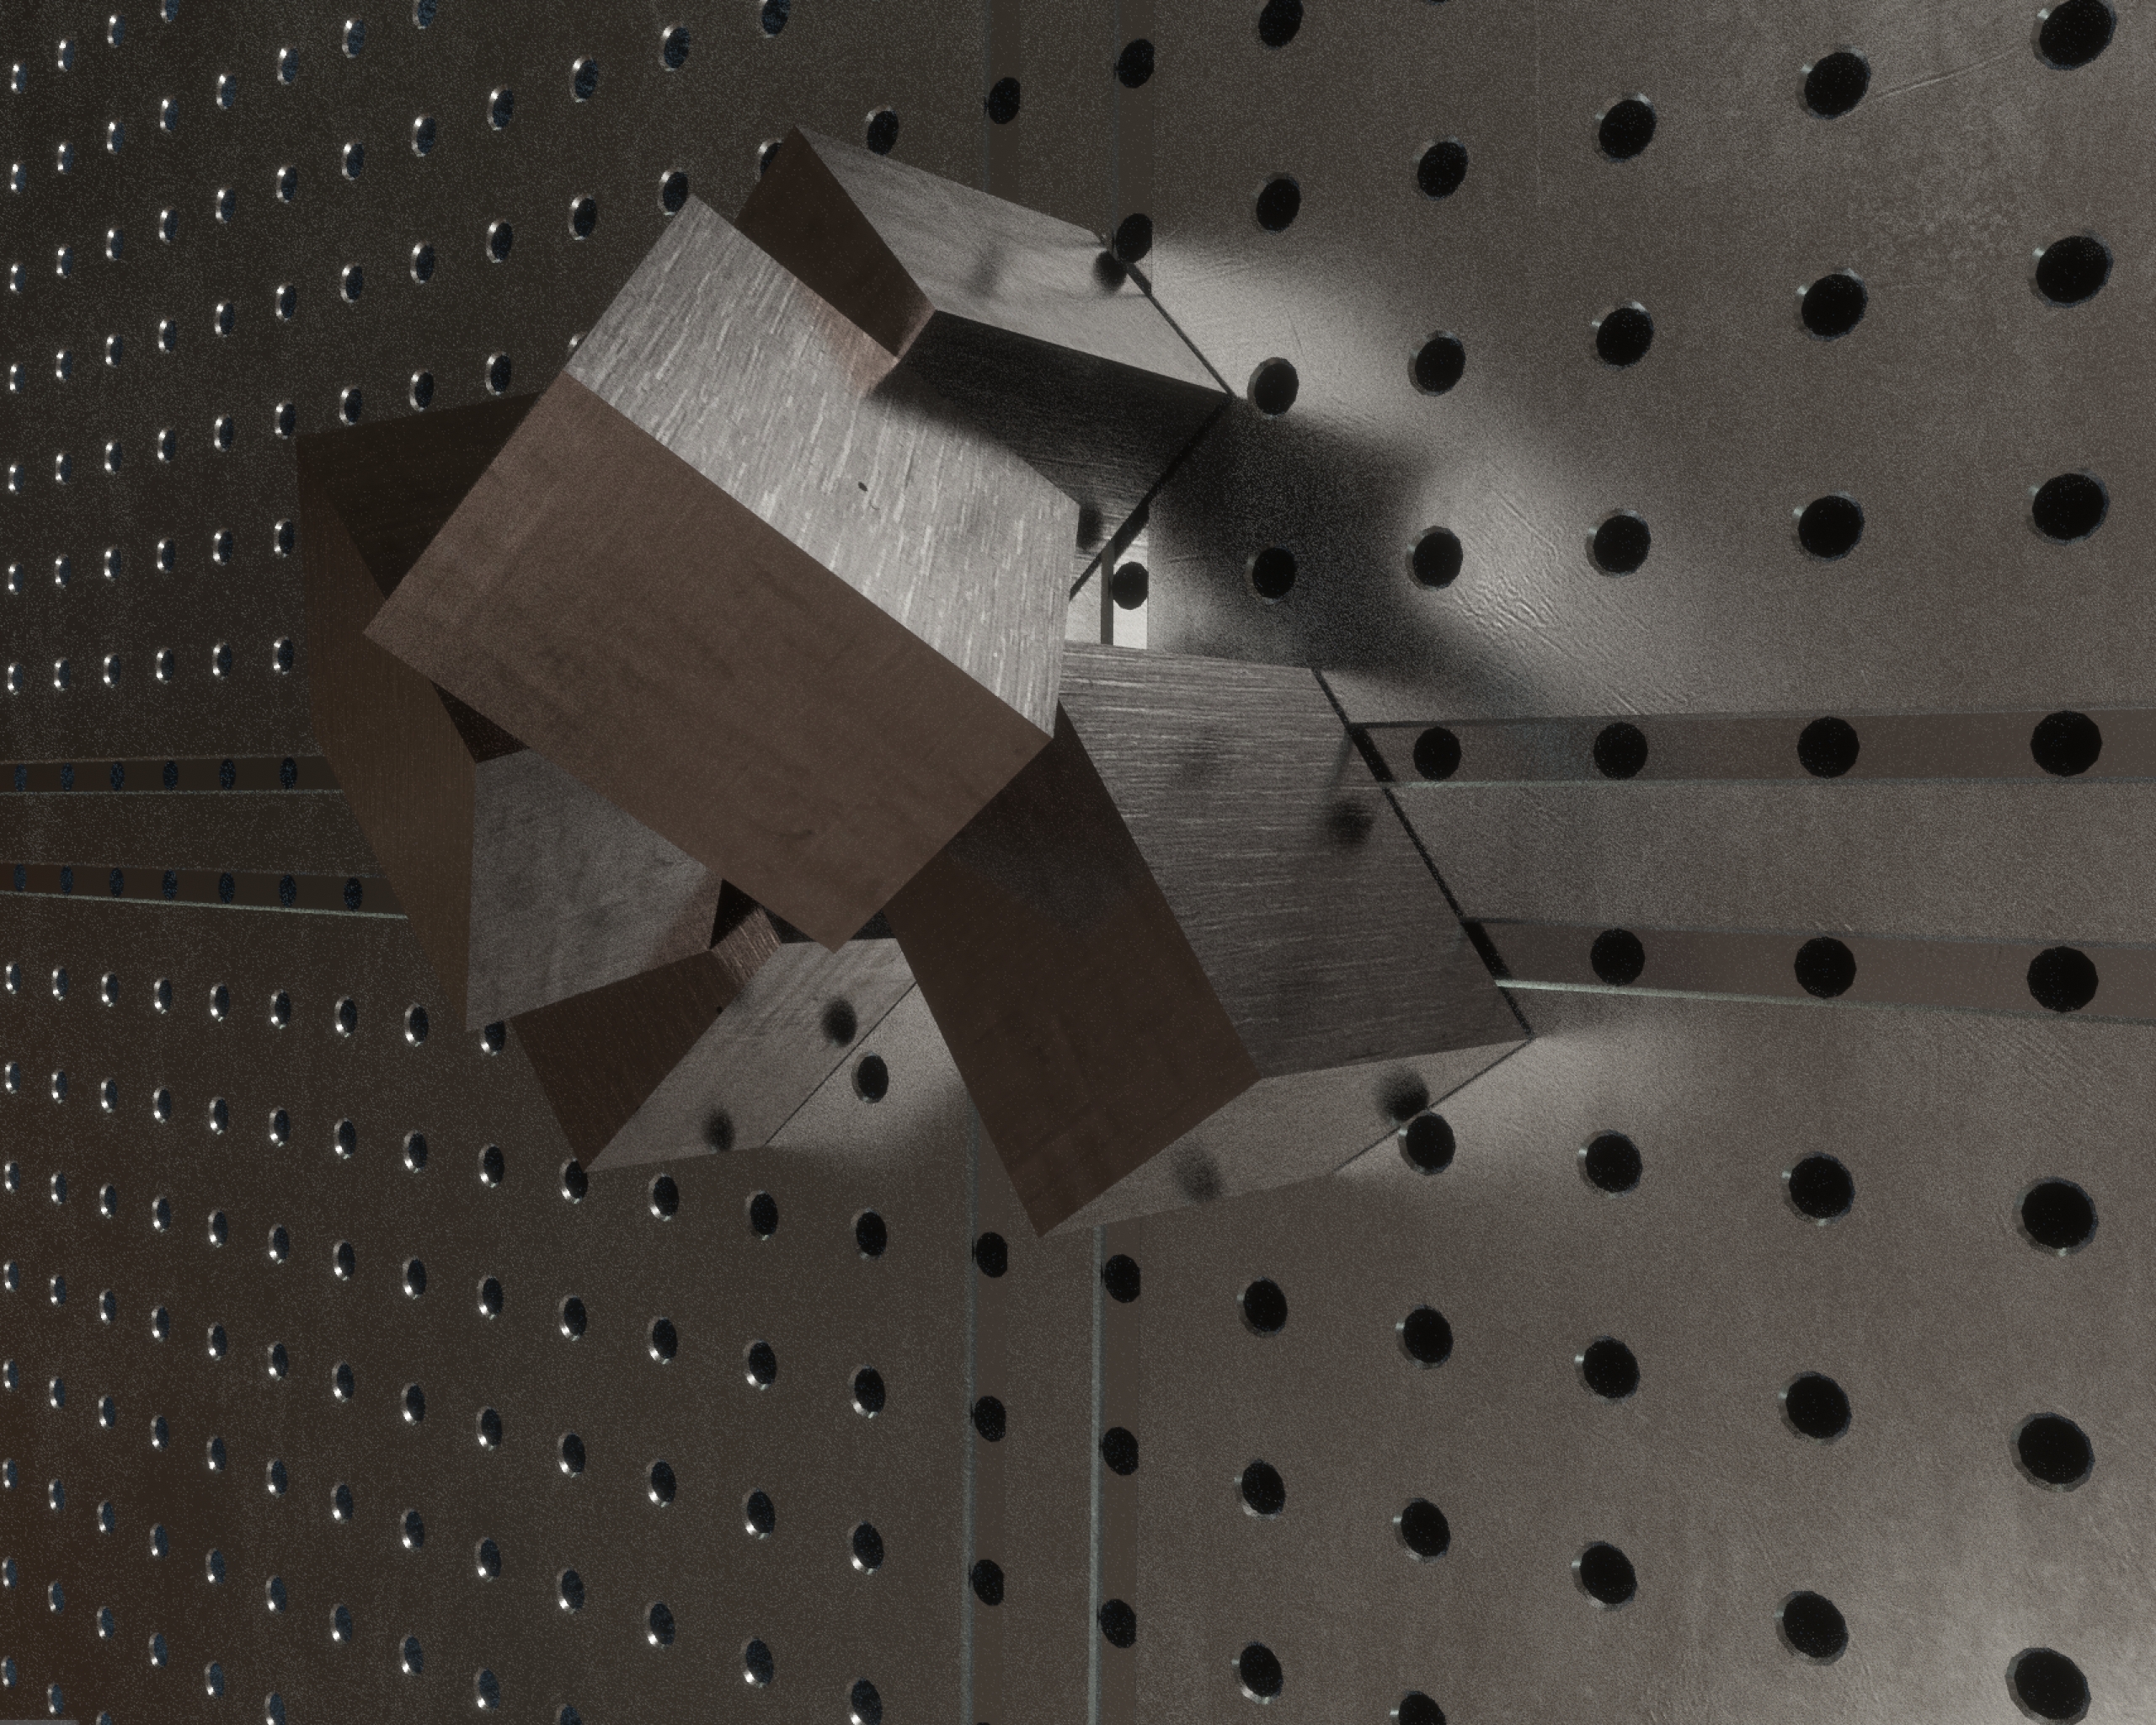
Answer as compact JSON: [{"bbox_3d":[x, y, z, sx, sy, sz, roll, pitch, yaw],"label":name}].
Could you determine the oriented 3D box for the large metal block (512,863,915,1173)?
[{"bbox_3d":[-0.085,0.010,0.460,0.080,0.050,0.080,-47,63,29],"label":"large metal block"}]

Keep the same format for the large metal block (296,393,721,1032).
[{"bbox_3d":[-0.106,-0.029,0.392,0.080,0.050,0.079,55,147,25],"label":"large metal block"}]

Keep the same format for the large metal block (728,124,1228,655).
[{"bbox_3d":[-0.033,-0.082,0.397,0.080,0.081,0.050,-49,61,29],"label":"large metal block"}]

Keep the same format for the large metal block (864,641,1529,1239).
[{"bbox_3d":[0.019,0.011,0.355,0.050,0.081,0.080,-41,65,32],"label":"large metal block"}]

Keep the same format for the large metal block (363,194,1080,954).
[{"bbox_3d":[-0.048,-0.046,0.319,0.050,0.080,0.080,-44,21,26],"label":"large metal block"}]
